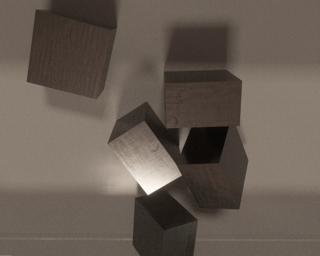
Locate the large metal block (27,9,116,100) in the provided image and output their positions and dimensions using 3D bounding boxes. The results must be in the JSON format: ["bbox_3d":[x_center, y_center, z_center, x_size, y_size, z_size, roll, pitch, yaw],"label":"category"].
[{"bbox_3d":[-0.102,-0.087,0.364,0.081,0.050,0.079,14,109,-6],"label":"large metal block"}]

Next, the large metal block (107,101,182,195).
[{"bbox_3d":[-0.016,0.022,0.390,0.050,0.080,0.080,-32,107,11],"label":"large metal block"}]

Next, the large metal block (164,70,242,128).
[{"bbox_3d":[0.046,-0.037,0.368,0.081,0.080,0.050,-2,109,0],"label":"large metal block"}]

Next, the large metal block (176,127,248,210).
[{"bbox_3d":[0.069,0.042,0.383,0.050,0.080,0.080,-6,128,30],"label":"large metal block"}]

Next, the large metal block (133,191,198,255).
[{"bbox_3d":[0.004,0.145,0.427,0.050,0.080,0.079,-6,111,-30],"label":"large metal block"}]
